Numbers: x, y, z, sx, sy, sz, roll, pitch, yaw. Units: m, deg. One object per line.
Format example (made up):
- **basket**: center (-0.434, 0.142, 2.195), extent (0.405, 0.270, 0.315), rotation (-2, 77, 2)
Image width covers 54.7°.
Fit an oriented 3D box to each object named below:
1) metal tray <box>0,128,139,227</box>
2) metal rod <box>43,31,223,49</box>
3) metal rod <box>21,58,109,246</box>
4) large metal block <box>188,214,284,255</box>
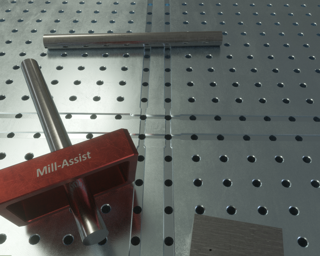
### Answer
- **metal tray**: center (-0.090, 0.052, 0.311), extent (0.131, 0.090, 0.030), rotation (-20, 67, -17)
- **metal rod**: center (-0.044, -0.152, 0.534), extent (0.302, 0.025, 0.025), rotation (-2, 50, -2)
- **metal rod**: center (-0.128, 0.004, 0.377), extent (0.025, 0.025, 0.300), rotation (-21, 51, -17)
- **large metal block**: center (0.065, 0.132, 0.281), extent (0.080, 0.050, 0.080), rotation (8, 50, 6)
